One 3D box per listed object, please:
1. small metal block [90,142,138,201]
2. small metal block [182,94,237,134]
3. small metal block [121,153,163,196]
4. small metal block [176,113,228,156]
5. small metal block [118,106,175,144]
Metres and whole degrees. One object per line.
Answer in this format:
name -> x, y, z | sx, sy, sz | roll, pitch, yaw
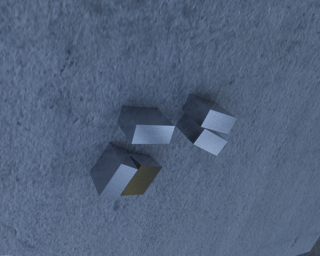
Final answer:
small metal block -> -0.060, 0.055, 0.393 | 0.025, 0.050, 0.050 | 26, 104, -36
small metal block -> 0.066, -0.019, 0.417 | 0.050, 0.050, 0.025 | 14, 111, -35
small metal block -> -0.032, 0.064, 0.421 | 0.050, 0.025, 0.050 | -56, 148, 12
small metal block -> 0.057, 0.008, 0.429 | 0.050, 0.050, 0.025 | 27, 104, -38
small metal block -> -0.018, -0.004, 0.380 | 0.050, 0.050, 0.025 | 2, 118, -30
